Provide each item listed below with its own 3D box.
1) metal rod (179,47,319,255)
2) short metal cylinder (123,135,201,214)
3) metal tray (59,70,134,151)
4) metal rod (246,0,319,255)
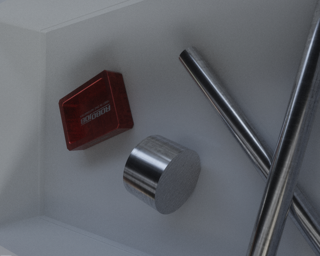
[{"bbox_3d":[0.105,0.029,0.319,0.025,0.025,0.299,-45,63,30],"label":"metal rod"},{"bbox_3d":[0.004,0.054,0.366,0.050,0.081,0.079,24,105,37],"label":"short metal cylinder"},{"bbox_3d":[-0.105,-0.024,0.486,0.130,0.030,0.090,-23,76,37],"label":"metal tray"},{"bbox_3d":[0.116,0.029,0.282,0.025,0.025,0.298,16,91,38],"label":"metal rod"}]
